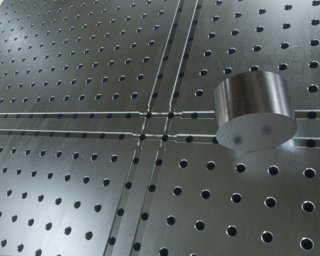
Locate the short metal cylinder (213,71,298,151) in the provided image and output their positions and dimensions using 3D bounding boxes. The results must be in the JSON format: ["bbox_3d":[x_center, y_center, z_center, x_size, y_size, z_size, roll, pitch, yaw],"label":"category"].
[{"bbox_3d":[0.099,-0.015,0.330,0.080,0.080,0.050,-12,57,21],"label":"short metal cylinder"}]
